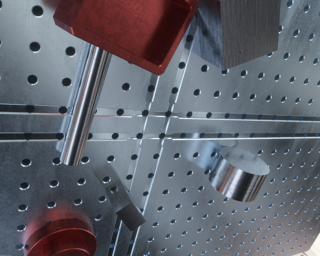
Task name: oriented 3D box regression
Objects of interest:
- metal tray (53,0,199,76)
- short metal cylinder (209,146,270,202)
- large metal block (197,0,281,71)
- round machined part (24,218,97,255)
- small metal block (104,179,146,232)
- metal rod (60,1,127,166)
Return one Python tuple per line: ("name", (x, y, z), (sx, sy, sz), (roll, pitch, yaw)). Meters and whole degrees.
("metal tray", (-0.024, -0.111, 0.296), (0.131, 0.030, 0.090), (14, 108, -54))
("short metal cylinder", (0.124, 0.071, 0.490), (0.081, 0.080, 0.050), (4, 116, -31))
("large metal block", (0.094, -0.126, 0.370), (0.081, 0.050, 0.080), (-22, 127, -15))
("round machined part", (-0.137, 0.179, 0.438), (0.099, 0.042, 0.097), (-14, 125, -21))
("small metal block", (-0.049, 0.109, 0.437), (0.025, 0.050, 0.050), (-32, 129, -8))
("metal rod", (-0.059, -0.091, 0.323), (0.025, 0.025, 0.298), (7, 115, -32))
